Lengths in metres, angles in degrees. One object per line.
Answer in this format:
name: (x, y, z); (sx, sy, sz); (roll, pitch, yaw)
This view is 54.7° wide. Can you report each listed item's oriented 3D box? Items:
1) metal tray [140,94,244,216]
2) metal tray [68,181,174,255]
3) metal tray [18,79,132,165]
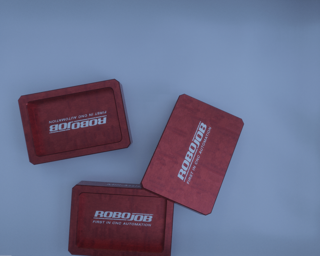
metal tray: (0.041, 0.033, 0.393); (0.090, 0.030, 0.130); (24, 75, 0)
metal tray: (-0.049, 0.120, 0.408); (0.131, 0.030, 0.089); (4, 90, 0)
metal tray: (-0.109, -0.008, 0.407); (0.131, 0.030, 0.089); (-10, 90, 0)
